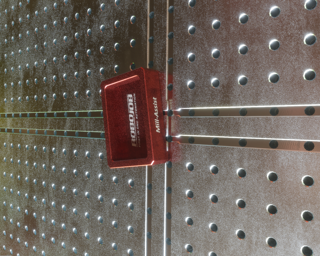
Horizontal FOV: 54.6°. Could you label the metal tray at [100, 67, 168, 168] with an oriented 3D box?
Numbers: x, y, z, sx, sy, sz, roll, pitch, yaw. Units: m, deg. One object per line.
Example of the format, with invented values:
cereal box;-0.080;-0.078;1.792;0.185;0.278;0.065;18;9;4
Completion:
metal tray;-0.039;-0.011;0.439;0.090;0.030;0.129;-10;83;39
